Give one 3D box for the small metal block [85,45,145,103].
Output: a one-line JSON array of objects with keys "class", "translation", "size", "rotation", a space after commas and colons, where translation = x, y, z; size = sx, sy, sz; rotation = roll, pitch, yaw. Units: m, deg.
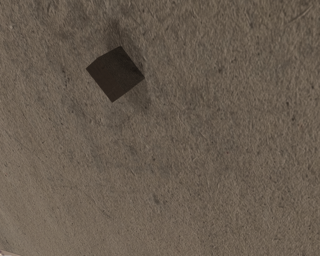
[{"class": "small metal block", "translation": [-0.053, -0.066, 0.376], "size": [0.025, 0.050, 0.050], "rotation": [-29, 102, 37]}]
